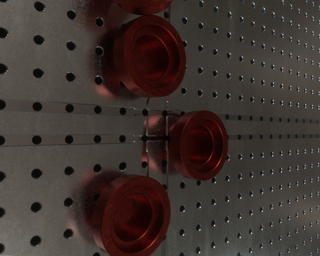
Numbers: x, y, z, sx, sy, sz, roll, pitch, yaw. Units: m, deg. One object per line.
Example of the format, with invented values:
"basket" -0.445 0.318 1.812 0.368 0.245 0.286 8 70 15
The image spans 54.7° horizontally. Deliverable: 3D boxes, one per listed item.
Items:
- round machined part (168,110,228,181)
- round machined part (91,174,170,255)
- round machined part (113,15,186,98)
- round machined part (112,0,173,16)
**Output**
"round machined part" 0.050 0.024 0.443 0.099 0.042 0.097 0 90 -40
"round machined part" -0.038 0.104 0.369 0.099 0.042 0.097 0 90 -40
"round machined part" -0.017 -0.086 0.386 0.099 0.042 0.097 0 90 -40
"round machined part" -0.018 -0.169 0.360 0.098 0.098 0.042 -52 158 -28
